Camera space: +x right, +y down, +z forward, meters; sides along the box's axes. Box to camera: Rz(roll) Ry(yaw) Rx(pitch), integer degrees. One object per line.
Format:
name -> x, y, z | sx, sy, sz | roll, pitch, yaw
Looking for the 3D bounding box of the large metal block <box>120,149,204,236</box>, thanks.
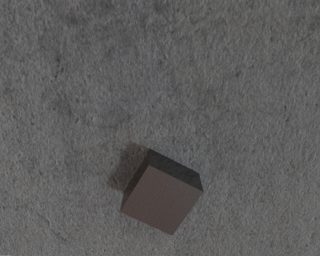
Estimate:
large metal block -> 0.002, 0.088, 0.429 | 0.080, 0.050, 0.080 | 28, 108, -10
